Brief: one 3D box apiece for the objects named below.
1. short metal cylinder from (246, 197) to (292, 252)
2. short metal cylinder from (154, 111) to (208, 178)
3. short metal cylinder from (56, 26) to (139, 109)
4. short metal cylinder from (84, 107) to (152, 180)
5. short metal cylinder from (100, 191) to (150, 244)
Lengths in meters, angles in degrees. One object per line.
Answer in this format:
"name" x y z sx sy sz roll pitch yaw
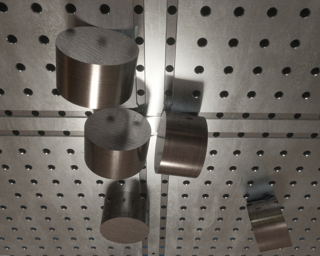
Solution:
"short metal cylinder" 0.180 0.159 0.514 0.050 0.080 0.080 -17 128 14
"short metal cylinder" 0.024 0.021 0.394 0.050 0.080 0.079 8 130 -7
"short metal cylinder" -0.065 -0.064 0.320 0.081 0.080 0.050 9 130 -8
"short metal cylinder" -0.054 0.018 0.390 0.081 0.080 0.050 7 130 -6
"short metal cylinder" -0.058 0.153 0.524 0.081 0.050 0.079 0 130 0
